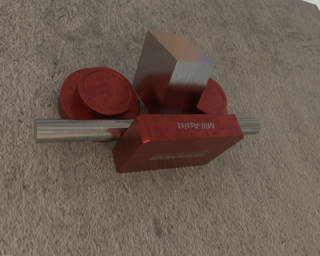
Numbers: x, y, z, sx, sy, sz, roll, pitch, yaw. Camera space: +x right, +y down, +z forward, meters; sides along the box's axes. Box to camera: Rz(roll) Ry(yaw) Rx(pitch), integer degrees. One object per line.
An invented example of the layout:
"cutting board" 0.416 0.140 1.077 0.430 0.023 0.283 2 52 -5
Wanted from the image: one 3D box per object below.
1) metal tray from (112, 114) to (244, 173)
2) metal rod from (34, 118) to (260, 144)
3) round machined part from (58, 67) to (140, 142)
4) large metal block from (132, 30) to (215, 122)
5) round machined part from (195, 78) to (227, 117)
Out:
"metal tray" 0.020 0.019 0.364 0.131 0.090 0.030 -1 63 -29
"metal rod" 0.007 0.000 0.384 0.303 0.025 0.025 -1 63 -29
"round machined part" -0.070 -0.035 0.377 0.099 0.042 0.098 14 56 -21
"large metal block" 0.012 -0.064 0.383 0.050 0.079 0.080 -2 39 -30
"round machined part" 0.057 -0.038 0.449 0.099 0.042 0.098 14 56 -21
